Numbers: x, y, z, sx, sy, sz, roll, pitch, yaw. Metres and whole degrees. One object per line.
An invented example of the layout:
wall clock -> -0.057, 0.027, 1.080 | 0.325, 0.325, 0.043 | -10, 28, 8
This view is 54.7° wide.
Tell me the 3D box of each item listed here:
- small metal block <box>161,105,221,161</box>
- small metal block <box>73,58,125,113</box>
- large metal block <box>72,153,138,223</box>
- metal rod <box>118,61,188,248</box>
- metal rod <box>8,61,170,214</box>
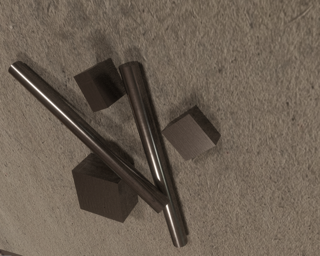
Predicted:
small metal block -> 0.039, 0.007, 0.390 | 0.050, 0.025, 0.050 | -34, 100, 38
small metal block -> -0.074, -0.055, 0.394 | 0.025, 0.050, 0.050 | -14, 111, 33
large metal block -> -0.085, 0.094, 0.491 | 0.080, 0.050, 0.079 | 11, 123, 21
metal rod -> -0.003, 0.053, 0.439 | 0.025, 0.025, 0.298 | -1, 118, 28
metal rod -> -0.105, 0.010, 0.448 | 0.300, 0.025, 0.025 | 42, 129, 5
